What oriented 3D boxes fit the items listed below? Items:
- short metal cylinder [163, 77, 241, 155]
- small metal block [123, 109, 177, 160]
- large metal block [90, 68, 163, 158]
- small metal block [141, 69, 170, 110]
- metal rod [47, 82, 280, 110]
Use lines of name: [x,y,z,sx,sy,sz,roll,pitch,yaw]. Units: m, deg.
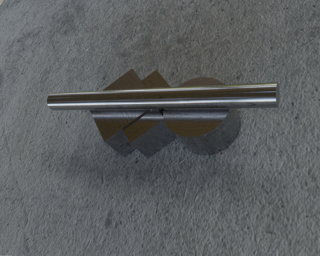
short metal cylinder: [0.051,-0.014,0.370,0.080,0.050,0.080,-13,56,21]
small metal block: [-0.010,0.007,0.392,0.050,0.050,0.025,-36,52,4]
large metal block: [-0.043,-0.021,0.423,0.080,0.050,0.080,-36,51,4]
small metal block: [0.007,-0.042,0.412,0.025,0.050,0.050,-37,52,4]
metal rod: [-0.019,-0.035,0.370,0.300,0.025,0.025,1,62,28]
